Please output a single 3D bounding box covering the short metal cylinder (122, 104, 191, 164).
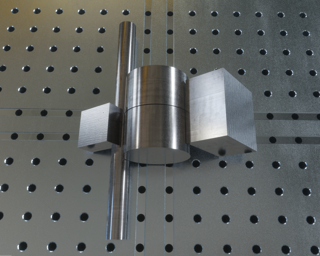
[{"bbox_3d":[-0.004,0.010,0.374,0.081,0.080,0.050,0,70,0],"label":"short metal cylinder"}]

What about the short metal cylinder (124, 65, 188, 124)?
[{"bbox_3d":[-0.004,-0.037,0.392,0.081,0.080,0.050,0,70,0],"label":"short metal cylinder"}]

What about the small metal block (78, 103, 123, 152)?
[{"bbox_3d":[-0.076,0.000,0.395,0.050,0.025,0.050,-13,65,32],"label":"small metal block"}]

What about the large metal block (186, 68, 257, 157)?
[{"bbox_3d":[0.075,-0.015,0.377,0.050,0.080,0.080,-14,66,36],"label":"large metal block"}]

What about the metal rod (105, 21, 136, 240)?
[{"bbox_3d":[-0.049,-0.011,0.411,0.025,0.025,0.299,1,70,0],"label":"metal rod"}]
